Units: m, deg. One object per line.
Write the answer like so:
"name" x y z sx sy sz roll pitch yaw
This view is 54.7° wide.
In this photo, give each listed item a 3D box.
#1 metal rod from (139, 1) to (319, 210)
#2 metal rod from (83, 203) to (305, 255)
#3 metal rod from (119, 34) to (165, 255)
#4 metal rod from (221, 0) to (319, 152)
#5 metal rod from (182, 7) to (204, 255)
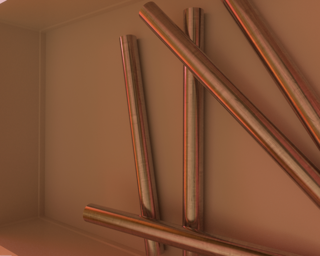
"metal rod" 0.074 -0.032 0.322 0.300 0.025 0.025 51 120 20
"metal rod" 0.035 0.124 0.344 0.300 0.025 0.025 4 93 30
"metal rod" -0.026 0.019 0.425 0.025 0.025 0.298 -13 82 39
"metal rod" 0.133 -0.032 0.296 0.025 0.025 0.299 -39 67 33
"metal rod" 0.040 0.009 0.372 0.025 0.025 0.298 0 90 39
